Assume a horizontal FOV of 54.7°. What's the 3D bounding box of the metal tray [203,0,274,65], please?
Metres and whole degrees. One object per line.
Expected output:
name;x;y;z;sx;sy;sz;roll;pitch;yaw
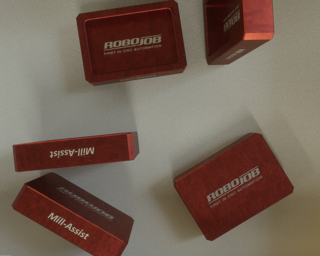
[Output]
metal tray;0.084;-0.130;0.358;0.030;0.130;0.089;-3;90;-7

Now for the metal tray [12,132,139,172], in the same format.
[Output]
metal tray;-0.094;0.026;0.378;0.131;0.090;0.030;-6;90;0

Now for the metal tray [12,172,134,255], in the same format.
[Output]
metal tray;-0.098;0.105;0.378;0.130;0.090;0.030;30;90;0

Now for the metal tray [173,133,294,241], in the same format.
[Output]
metal tray;0.095;0.075;0.409;0.130;0.030;0.090;-31;90;0

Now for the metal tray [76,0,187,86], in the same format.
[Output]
metal tray;-0.036;-0.110;0.408;0.131;0.030;0.089;-9;90;0
